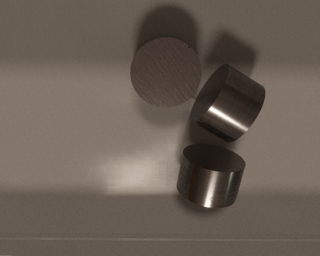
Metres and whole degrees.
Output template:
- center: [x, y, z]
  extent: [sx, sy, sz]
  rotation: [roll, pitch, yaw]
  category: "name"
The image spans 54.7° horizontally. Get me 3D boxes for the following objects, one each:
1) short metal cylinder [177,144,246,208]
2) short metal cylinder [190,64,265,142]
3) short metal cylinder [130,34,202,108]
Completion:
- center: [0.066, 0.060, 0.405]
  extent: [0.081, 0.080, 0.050]
  rotation: [8, 110, -3]
  category: "short metal cylinder"
- center: [0.079, -0.030, 0.372]
  extent: [0.050, 0.080, 0.080]
  rotation: [29, 107, -11]
  category: "short metal cylinder"
- center: [0.007, -0.070, 0.372]
  extent: [0.081, 0.050, 0.079]
  rotation: [0, 110, -1]
  category: "short metal cylinder"
